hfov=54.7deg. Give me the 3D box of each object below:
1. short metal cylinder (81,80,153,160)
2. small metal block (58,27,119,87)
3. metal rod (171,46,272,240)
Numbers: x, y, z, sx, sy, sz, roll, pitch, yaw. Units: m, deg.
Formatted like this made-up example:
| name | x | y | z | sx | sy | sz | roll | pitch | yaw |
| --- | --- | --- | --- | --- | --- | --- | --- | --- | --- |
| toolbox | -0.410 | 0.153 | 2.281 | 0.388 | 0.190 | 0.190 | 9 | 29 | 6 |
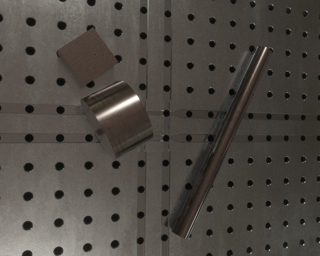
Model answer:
| name | x | y | z | sx | sy | sz | roll | pitch | yaw |
| --- | --- | --- | --- | --- | --- | --- | --- | --- | --- |
| short metal cylinder | -0.051 | -0.009 | 0.365 | 0.050 | 0.080 | 0.080 | -30 | 100 | -18 |
| small metal block | -0.088 | -0.086 | 0.380 | 0.050 | 0.025 | 0.050 | -40 | 103 | -16 |
| metal rod | 0.093 | 0.014 | 0.448 | 0.025 | 0.025 | 0.299 | 30 | 80 | -18 |
